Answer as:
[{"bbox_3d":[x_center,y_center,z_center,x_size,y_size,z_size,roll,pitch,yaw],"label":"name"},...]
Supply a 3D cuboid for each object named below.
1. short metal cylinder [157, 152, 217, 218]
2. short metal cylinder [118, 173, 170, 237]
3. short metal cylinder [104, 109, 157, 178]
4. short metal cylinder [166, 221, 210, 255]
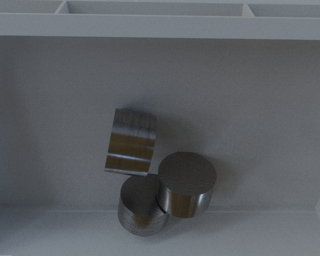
[{"bbox_3d":[0.036,0.080,0.441,0.081,0.080,0.050,3,130,-3],"label":"short metal cylinder"},{"bbox_3d":[-0.022,0.116,0.471,0.081,0.080,0.050,7,130,-7],"label":"short metal cylinder"},{"bbox_3d":[-0.038,0.019,0.388,0.050,0.080,0.079,10,129,-9],"label":"short metal cylinder"},{"bbox_3d":[0.051,0.219,0.582,0.081,0.050,0.079,0,130,0],"label":"short metal cylinder"}]
